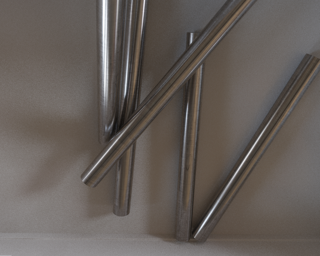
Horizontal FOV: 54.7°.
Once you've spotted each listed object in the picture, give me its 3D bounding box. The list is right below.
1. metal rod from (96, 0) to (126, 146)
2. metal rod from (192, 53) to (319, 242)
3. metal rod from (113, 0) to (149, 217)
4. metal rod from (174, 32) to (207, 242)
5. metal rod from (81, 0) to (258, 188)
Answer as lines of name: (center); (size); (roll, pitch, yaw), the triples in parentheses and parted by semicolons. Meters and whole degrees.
metal rod: (-0.049, -0.075, 0.302); (0.025, 0.025, 0.298); (9, 142, -4)
metal rod: (0.126, 0.039, 0.427); (0.025, 0.025, 0.298); (25, 108, -9)
metal rod: (-0.040, -0.016, 0.404); (0.025, 0.025, 0.298); (6, 110, -3)
metal rod: (0.040, 0.026, 0.421); (0.025, 0.025, 0.298); (2, 110, -1)
metal rod: (0.002, -0.039, 0.369); (0.025, 0.025, 0.299); (38, 105, -13)
